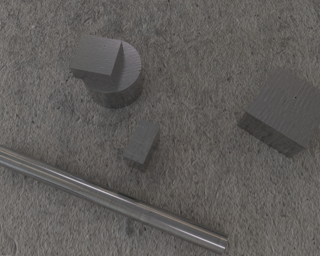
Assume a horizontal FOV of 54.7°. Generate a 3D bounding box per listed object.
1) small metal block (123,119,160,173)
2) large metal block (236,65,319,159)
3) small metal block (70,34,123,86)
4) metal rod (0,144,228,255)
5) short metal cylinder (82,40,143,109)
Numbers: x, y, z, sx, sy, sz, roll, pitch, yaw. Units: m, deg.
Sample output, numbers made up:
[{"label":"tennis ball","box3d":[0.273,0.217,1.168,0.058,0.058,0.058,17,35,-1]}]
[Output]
[{"label":"small metal block","box3d":[-0.021,0.023,0.386,0.025,0.050,0.050,21,72,7]},{"label":"large metal block","box3d":[0.161,-0.020,0.404,0.080,0.050,0.080,34,73,11]},{"label":"small metal block","box3d":[-0.077,-0.085,0.386,0.050,0.025,0.050,12,70,4]},{"label":"metal rod","box3d":[-0.066,0.084,0.376,0.301,0.025,0.025,20,71,7]},{"label":"short metal cylinder","box3d":[-0.064,-0.072,0.421,0.081,0.050,0.080,0,70,0]}]
